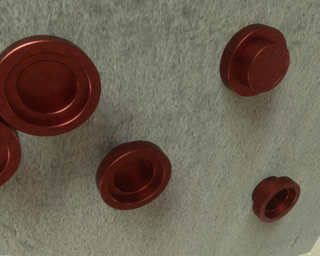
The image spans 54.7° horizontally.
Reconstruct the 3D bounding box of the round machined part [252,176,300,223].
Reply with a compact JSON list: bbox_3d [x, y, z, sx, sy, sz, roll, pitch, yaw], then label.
[{"bbox_3d":[0.219,0.133,0.601,0.099,0.042,0.097,-14,125,-21],"label":"round machined part"}]

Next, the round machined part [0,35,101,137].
[{"bbox_3d":[-0.112,-0.044,0.308,0.099,0.042,0.097,-14,125,-21],"label":"round machined part"}]

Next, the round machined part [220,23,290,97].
[{"bbox_3d":[0.134,-0.087,0.418,0.099,0.042,0.097,-14,125,-21],"label":"round machined part"}]

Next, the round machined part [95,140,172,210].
[{"bbox_3d":[-0.038,0.058,0.413,0.099,0.042,0.097,-14,125,-21],"label":"round machined part"}]

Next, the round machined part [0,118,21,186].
[{"bbox_3d":[-0.191,0.018,0.302,0.099,0.042,0.097,-14,125,-21],"label":"round machined part"}]
